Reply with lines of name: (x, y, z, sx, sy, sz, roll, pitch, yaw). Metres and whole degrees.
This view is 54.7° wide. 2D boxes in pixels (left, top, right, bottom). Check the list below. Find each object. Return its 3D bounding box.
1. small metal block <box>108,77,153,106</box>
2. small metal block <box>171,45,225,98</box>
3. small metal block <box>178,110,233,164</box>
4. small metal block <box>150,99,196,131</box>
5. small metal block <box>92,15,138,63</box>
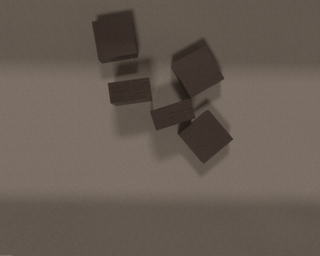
small metal block: (-0.037, -0.046, 0.398, 0.050, 0.050, 0.025, -8, 90, 0)
small metal block: (0.049, -0.073, 0.412, 0.050, 0.025, 0.050, -30, 90, -1)
small metal block: (0.060, 0.011, 0.412, 0.050, 0.025, 0.050, -40, 91, 0)
small metal block: (0.015, -0.016, 0.399, 0.050, 0.050, 0.025, -18, 90, 0)
small metal block: (-0.059, -0.117, 0.411, 0.050, 0.025, 0.050, -10, 90, -1)
